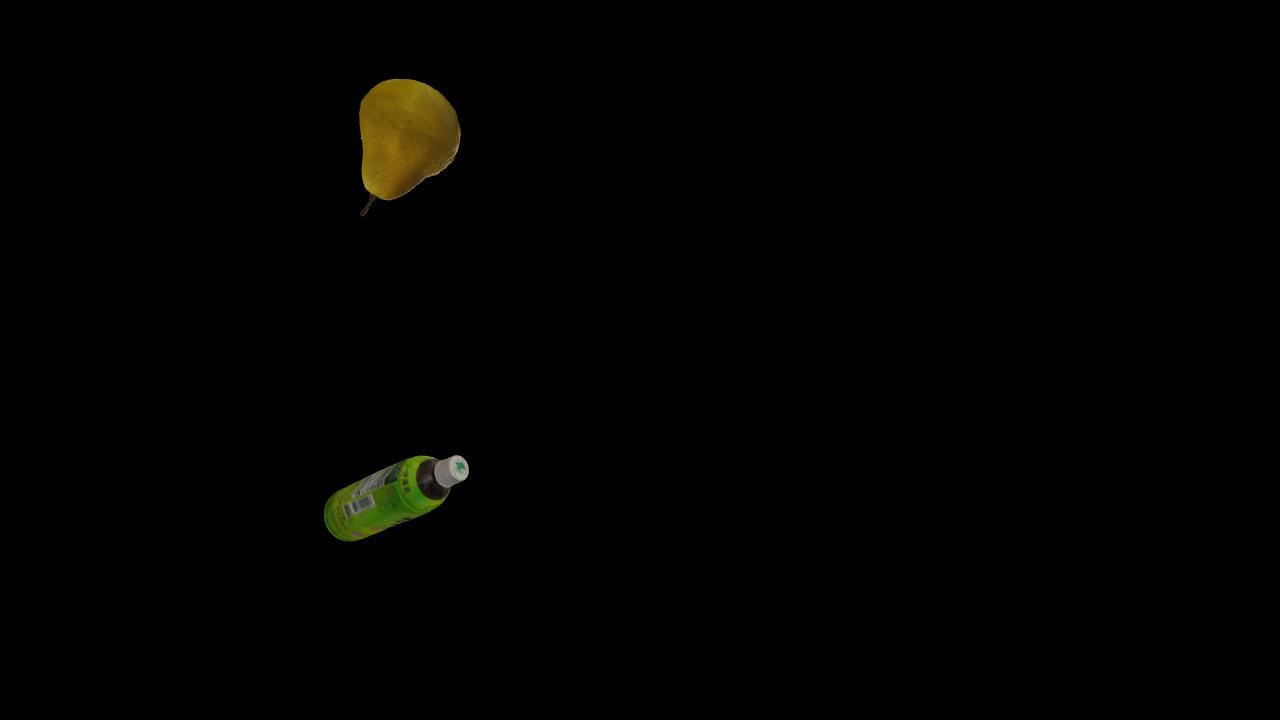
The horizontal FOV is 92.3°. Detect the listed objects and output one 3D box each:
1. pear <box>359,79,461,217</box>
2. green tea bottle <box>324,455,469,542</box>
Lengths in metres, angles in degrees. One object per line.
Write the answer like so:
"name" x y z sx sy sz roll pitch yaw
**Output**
"pear" -0.193 -0.166 0.492 0.080 0.111 0.080 16 -10 3
"green tea bottle" -0.291 0.162 0.743 0.212 0.073 0.073 -24 -12 28
